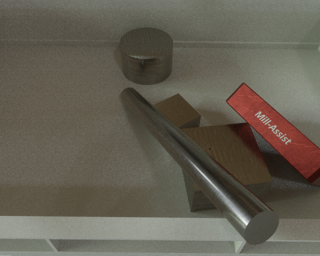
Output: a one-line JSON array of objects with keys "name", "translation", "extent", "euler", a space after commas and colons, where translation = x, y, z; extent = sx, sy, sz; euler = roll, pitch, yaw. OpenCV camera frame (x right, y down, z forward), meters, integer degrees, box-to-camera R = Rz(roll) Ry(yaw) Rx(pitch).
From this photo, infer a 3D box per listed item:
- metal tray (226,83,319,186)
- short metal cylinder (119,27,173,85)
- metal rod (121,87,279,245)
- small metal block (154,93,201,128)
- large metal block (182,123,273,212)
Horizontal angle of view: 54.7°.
[{"name": "metal tray", "translation": [0.144, 0.008, 0.359], "extent": [0.030, 0.090, 0.130], "euler": [-49, 55, 16]}, {"name": "short metal cylinder", "translation": [-0.021, -0.113, 0.483], "extent": [0.081, 0.050, 0.080], "euler": [0, 50, 0]}, {"name": "metal rod", "translation": [0.009, 0.007, 0.317], "extent": [0.025, 0.025, 0.300], "euler": [-18, 27, -15]}, {"name": "small metal block", "translation": [0.019, -0.014, 0.417], "extent": [0.050, 0.025, 0.050], "euler": [-27, 55, -21]}, {"name": "large metal block", "translation": [0.069, 0.043, 0.353], "extent": [0.081, 0.050, 0.080], "euler": [-5, 50, -5]}]
